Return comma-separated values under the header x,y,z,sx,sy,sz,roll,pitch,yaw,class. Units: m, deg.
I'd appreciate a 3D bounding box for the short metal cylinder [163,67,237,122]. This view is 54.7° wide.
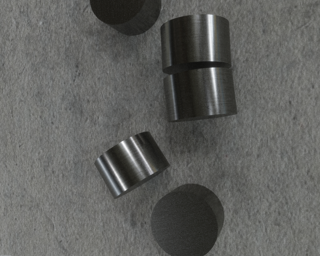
x,y,z,sx,sy,sz,roll,pitch,yaw,class
0.047,-0.036,0.363,0.080,0.080,0.050,-7,88,19,short metal cylinder

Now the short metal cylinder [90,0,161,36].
x,y,z,sx,sy,sz,roll,pitch,yaw,class
-0.045,-0.169,0.410,0.080,0.050,0.079,0,90,19,short metal cylinder

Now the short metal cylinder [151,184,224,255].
x,y,z,sx,sy,sz,roll,pitch,yaw,class
0.035,0.113,0.383,0.080,0.050,0.079,0,90,19,short metal cylinder

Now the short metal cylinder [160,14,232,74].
x,y,z,sx,sy,sz,roll,pitch,yaw,class
0.042,-0.094,0.365,0.080,0.080,0.050,-3,89,19,short metal cylinder

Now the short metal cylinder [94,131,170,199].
x,y,z,sx,sy,sz,roll,pitch,yaw,class
-0.034,0.047,0.391,0.080,0.080,0.050,-35,79,16,short metal cylinder
